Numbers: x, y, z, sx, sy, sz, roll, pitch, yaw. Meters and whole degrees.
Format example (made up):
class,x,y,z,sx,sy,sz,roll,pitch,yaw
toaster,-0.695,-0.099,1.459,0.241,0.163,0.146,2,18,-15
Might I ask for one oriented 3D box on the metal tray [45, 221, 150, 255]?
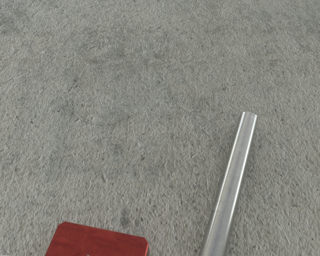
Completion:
class,x,y,z,sx,sy,sz,roll,pitch,yaw
metal tray,-0.067,0.155,0.269,0.090,0.030,0.130,9,50,7

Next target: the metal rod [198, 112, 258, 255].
class,x,y,z,sx,sy,sz,roll,pitch,yaw
metal rod,0.065,0.094,0.324,0.025,0.025,0.301,17,52,13
